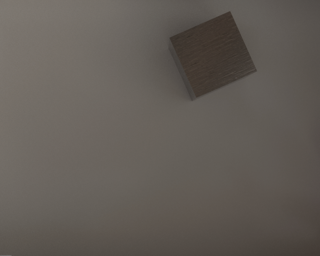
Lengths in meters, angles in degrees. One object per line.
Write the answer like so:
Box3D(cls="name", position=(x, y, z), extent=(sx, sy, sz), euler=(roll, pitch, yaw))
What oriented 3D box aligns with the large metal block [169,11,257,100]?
Box3D(cls="large metal block", position=(0.065, -0.089, 0.399), extent=(0.080, 0.050, 0.080), euler=(-24, 90, 0))
